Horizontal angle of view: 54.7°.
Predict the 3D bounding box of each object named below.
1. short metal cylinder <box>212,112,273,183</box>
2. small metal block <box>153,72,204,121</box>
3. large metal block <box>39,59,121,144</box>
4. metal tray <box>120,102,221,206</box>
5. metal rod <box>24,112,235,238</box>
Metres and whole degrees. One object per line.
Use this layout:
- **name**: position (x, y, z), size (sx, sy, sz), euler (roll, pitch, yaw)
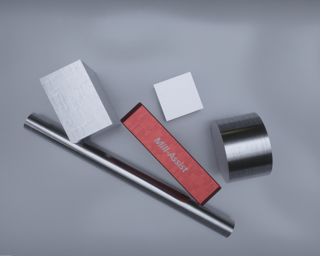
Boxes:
- **short metal cylinder**: position (0.099, 0.024, 0.384), size (0.050, 0.080, 0.080), euler (-12, 90, 1)
- **small metal block**: position (0.024, -0.040, 0.409), size (0.050, 0.025, 0.050), euler (-20, 90, -1)
- **large metal block**: position (-0.093, -0.029, 0.381), size (0.050, 0.080, 0.080), euler (-26, 90, 0)
- **metal tray**: position (0.012, 0.029, 0.377), size (0.030, 0.090, 0.130), euler (-44, 91, 0)
- **metal rod**: position (-0.039, 0.062, 0.410), size (0.301, 0.025, 0.025), euler (29, 90, -1)
